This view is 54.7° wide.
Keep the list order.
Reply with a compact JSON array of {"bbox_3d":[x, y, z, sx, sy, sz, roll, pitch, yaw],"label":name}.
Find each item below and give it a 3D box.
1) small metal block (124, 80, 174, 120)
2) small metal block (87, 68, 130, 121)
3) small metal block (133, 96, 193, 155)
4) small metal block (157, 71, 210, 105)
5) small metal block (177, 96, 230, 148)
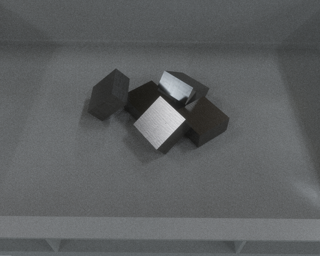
[{"bbox_3d":[-0.016,-0.034,0.431,0.050,0.025,0.050,-31,57,-24],"label":"small metal block"},{"bbox_3d":[-0.069,-0.045,0.422,0.050,0.025,0.050,-31,40,32],"label":"small metal block"},{"bbox_3d":[0.003,-0.004,0.391,0.050,0.025,0.050,-47,59,4],"label":"small metal block"},{"bbox_3d":[0.034,-0.057,0.436,0.050,0.025,0.050,36,24,25],"label":"small metal block"},{"bbox_3d":[0.055,-0.009,0.411,0.050,0.025,0.050,-29,56,-23],"label":"small metal block"}]
